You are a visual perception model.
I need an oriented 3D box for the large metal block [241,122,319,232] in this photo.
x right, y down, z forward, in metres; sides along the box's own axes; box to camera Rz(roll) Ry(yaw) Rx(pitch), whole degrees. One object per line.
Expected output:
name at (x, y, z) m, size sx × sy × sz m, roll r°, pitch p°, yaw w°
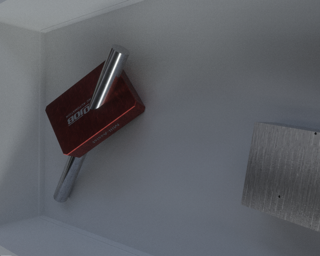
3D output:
large metal block at (0.129, 0.040, 0.284) m, size 0.080 × 0.050 × 0.079 m, roll 13°, pitch 98°, yaw 39°

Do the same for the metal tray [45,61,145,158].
metal tray at (-0.097, -0.028, 0.452) m, size 0.130 × 0.030 × 0.090 m, roll -35°, pitch 67°, yaw 11°

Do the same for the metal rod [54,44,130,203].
metal rod at (-0.113, 0.011, 0.473) m, size 0.025 × 0.025 × 0.298 m, roll 48°, pitch 126°, yaw 29°

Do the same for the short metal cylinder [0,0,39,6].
short metal cylinder at (-0.277, -0.274, 0.598) m, size 0.080 × 0.081 × 0.050 m, roll 5°, pitch 94°, yaw 39°
